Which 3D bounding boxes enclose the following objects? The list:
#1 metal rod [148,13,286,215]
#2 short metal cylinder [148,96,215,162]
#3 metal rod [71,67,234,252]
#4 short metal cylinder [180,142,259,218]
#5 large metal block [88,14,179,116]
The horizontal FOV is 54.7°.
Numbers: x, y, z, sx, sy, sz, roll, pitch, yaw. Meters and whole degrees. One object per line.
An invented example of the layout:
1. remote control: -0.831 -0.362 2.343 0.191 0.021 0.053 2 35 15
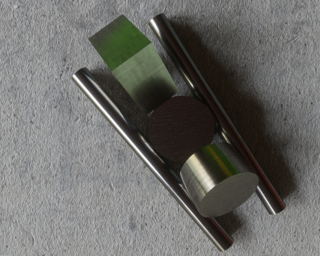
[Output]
1. metal rod: 0.076 -0.018 0.411 0.025 0.025 0.299 -33 90 0
2. short metal cylinder: 0.026 0.001 0.399 0.081 0.050 0.080 0 90 0
3. metal rod: -0.009 0.041 0.410 0.025 0.025 0.300 -41 90 0
4. short metal cylinder: 0.071 0.064 0.378 0.080 0.080 0.050 -31 48 0
5. large metal block: -0.031 -0.074 0.368 0.050 0.080 0.080 -36 49 0
